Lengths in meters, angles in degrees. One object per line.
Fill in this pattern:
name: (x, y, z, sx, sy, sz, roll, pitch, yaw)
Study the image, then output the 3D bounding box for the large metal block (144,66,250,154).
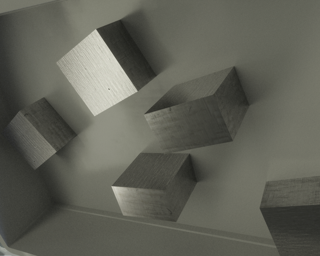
large metal block: (0.043, -0.020, 0.338, 0.080, 0.080, 0.050, -14, 111, 34)

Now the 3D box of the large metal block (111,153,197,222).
large metal block: (-0.005, 0.077, 0.423, 0.080, 0.080, 0.050, -2, 117, 29)

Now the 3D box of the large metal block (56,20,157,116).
large metal block: (-0.066, -0.072, 0.382, 0.080, 0.050, 0.080, -24, 105, 36)

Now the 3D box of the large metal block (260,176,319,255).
large metal block: (0.175, 0.106, 0.366, 0.080, 0.050, 0.080, -14, 111, 34)

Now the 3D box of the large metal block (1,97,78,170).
large metal block: (-0.196, 0.010, 0.502, 0.080, 0.050, 0.080, -33, 100, 38)
